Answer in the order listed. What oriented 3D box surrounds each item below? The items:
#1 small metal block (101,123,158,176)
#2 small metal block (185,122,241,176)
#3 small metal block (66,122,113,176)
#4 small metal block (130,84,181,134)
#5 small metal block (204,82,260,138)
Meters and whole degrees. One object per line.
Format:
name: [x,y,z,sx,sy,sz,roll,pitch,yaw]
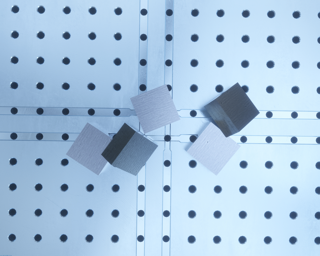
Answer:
small metal block: [-0.038,0.028,0.398,0.025,0.050,0.050,36,90,41]
small metal block: [0.070,0.027,0.414,0.050,0.025,0.050,39,90,-1]
small metal block: [-0.087,0.027,0.412,0.050,0.025,0.050,34,90,-1]
small metal block: [-0.006,-0.025,0.413,0.050,0.025,0.050,-22,90,-1]
small metal block: [0.094,-0.024,0.403,0.050,0.025,0.050,-36,90,-33]
